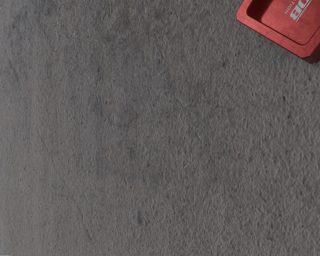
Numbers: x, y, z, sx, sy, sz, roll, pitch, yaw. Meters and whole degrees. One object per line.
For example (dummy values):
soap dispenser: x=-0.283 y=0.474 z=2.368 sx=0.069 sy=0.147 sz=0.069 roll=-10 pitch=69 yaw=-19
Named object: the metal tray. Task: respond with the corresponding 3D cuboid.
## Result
metal tray: x=0.143 y=-0.137 z=0.283 sx=0.090 sy=0.030 sz=0.129 roll=45 pitch=117 yaw=30
